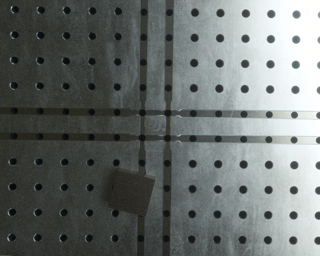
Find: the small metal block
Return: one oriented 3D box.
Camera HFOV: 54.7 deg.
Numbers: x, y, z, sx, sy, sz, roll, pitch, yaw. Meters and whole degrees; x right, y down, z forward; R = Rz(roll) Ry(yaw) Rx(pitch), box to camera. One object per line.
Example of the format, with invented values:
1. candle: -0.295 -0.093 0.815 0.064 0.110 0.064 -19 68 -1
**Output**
1. small metal block: -0.037 0.085 0.413 0.050 0.025 0.050 15 90 -1
